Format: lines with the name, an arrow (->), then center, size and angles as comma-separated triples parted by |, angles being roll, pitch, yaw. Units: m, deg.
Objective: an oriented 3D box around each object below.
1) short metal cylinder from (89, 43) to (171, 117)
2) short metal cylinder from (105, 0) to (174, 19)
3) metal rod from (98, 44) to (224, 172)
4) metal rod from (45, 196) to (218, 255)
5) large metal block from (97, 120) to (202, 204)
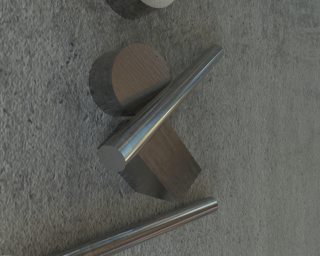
short metal cylinder -> -0.034, -0.053, 0.360 | 0.081, 0.050, 0.079 | 0, 90, -40
short metal cylinder -> -0.025, -0.176, 0.367 | 0.081, 0.050, 0.079 | 0, 90, -40
metal rod -> 0.024, -0.047, 0.361 | 0.301, 0.025, 0.025 | -49, 121, -51
metal rod -> -0.037, 0.131, 0.373 | 0.302, 0.025, 0.025 | -7, 95, -40
large metal block -> -0.012, 0.036, 0.359 | 0.050, 0.080, 0.080 | -51, 120, -28
